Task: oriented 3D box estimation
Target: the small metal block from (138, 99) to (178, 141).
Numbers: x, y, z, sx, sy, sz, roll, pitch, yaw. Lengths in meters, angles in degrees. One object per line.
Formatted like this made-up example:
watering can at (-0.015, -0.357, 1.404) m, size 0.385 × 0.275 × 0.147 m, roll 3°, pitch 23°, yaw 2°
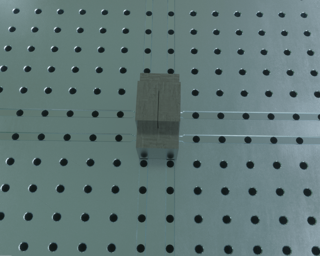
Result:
small metal block at (-0.002, -0.010, 0.415) m, size 0.050 × 0.025 × 0.050 m, roll 1°, pitch 70°, yaw 2°

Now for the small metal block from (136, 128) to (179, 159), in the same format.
small metal block at (-0.003, 0.021, 0.391) m, size 0.050 × 0.050 × 0.025 m, roll 1°, pitch 70°, yaw 1°

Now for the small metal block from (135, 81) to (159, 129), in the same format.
small metal block at (-0.015, -0.023, 0.380) m, size 0.025 × 0.050 × 0.050 m, roll 2°, pitch 70°, yaw 1°

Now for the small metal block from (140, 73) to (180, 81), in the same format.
small metal block at (-0.001, -0.050, 0.416) m, size 0.050 × 0.050 × 0.025 m, roll 2°, pitch 70°, yaw 1°

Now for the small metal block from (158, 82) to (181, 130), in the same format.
small metal block at (0.012, -0.023, 0.380) m, size 0.025 × 0.050 × 0.050 m, roll 1°, pitch 70°, yaw 2°
